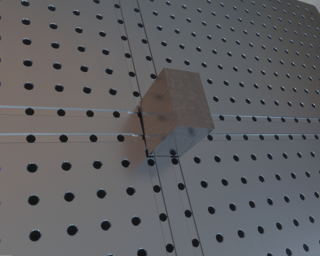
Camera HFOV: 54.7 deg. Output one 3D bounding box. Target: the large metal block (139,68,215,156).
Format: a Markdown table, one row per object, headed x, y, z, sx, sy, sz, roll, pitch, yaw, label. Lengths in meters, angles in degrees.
| x | y | z | sx | sy | sz | roll | pitch | yaw | label |
| --- | --- | --- | --- | --- | --- | --- | --- | --- | --- |
| 0.017 | -0.017 | 0.393 | 0.050 | 0.080 | 0.080 | 3 | 60 | -27 | large metal block |
